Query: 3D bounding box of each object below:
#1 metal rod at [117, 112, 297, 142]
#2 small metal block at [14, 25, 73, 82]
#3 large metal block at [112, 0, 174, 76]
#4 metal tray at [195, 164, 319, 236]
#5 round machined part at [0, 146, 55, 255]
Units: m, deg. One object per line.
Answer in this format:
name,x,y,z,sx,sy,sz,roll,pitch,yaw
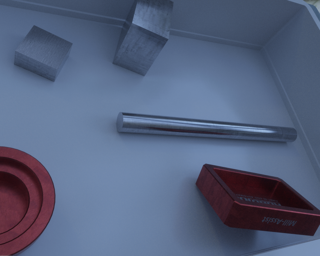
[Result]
metal rod,0.085,0.002,0.452,0.303,0.025,0.025,4,60,-27
small metal block,-0.144,-0.093,0.385,0.050,0.025,0.050,24,53,-14
large metal block,-0.024,-0.136,0.442,0.050,0.080,0.080,19,54,-17
metal tray,0.120,0.087,0.383,0.131,0.030,0.090,13,17,-22
round machined part,-0.147,0.069,0.274,0.099,0.042,0.098,14,56,-21
